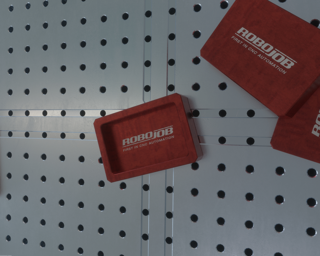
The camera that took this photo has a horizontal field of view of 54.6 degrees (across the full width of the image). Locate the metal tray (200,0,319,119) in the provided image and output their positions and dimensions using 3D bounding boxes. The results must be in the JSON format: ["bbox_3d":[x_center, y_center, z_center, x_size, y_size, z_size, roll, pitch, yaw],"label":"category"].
[{"bbox_3d":[0.119,-0.084,0.346,0.130,0.030,0.090,46,111,29],"label":"metal tray"}]

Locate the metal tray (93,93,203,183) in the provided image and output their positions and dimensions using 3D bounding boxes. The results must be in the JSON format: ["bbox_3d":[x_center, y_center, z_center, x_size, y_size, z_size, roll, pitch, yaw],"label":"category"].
[{"bbox_3d":[-0.018,0.015,0.416,0.130,0.030,0.090,-16,85,19],"label":"metal tray"}]

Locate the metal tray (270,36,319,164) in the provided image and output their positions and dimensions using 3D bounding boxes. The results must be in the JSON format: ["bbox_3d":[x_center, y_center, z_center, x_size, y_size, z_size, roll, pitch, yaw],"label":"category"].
[{"bbox_3d":[0.187,-0.026,0.344,0.090,0.030,0.129,19,96,19],"label":"metal tray"}]
